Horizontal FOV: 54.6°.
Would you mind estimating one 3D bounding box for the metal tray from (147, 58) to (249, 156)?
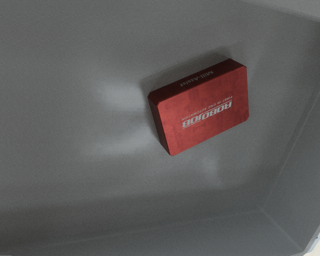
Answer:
[{"bbox_3d":[0.056,-0.028,0.418,0.131,0.030,0.090,-25,128,-13],"label":"metal tray"}]
